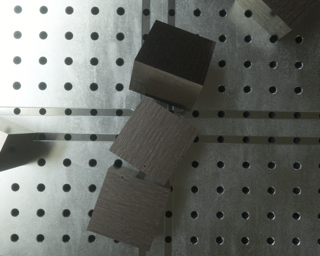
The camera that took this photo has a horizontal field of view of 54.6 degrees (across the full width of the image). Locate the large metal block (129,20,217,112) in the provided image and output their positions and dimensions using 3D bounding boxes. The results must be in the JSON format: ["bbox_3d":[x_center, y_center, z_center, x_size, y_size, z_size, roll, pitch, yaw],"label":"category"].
[{"bbox_3d":[0.016,-0.077,0.382,0.080,0.050,0.080,21,54,0],"label":"large metal block"}]

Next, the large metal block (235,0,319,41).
[{"bbox_3d":[0.160,-0.176,0.402,0.080,0.050,0.080,44,90,0],"label":"large metal block"}]

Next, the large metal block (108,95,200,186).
[{"bbox_3d":[-0.007,0.015,0.401,0.080,0.050,0.080,33,90,0],"label":"large metal block"}]

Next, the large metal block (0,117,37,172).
[{"bbox_3d":[-0.216,0.013,0.385,0.080,0.080,0.050,24,90,0],"label":"large metal block"}]

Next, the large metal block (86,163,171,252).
[{"bbox_3d":[-0.038,0.099,0.401,0.080,0.050,0.080,19,90,0],"label":"large metal block"}]
